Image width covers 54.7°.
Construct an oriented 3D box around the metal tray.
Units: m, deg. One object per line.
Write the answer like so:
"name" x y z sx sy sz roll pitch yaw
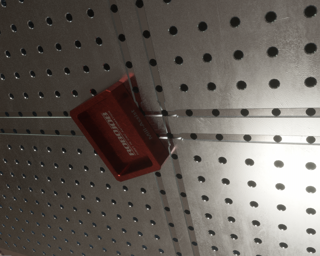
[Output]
"metal tray" -0.058 0.010 0.442 0.090 0.030 0.130 -23 106 36
